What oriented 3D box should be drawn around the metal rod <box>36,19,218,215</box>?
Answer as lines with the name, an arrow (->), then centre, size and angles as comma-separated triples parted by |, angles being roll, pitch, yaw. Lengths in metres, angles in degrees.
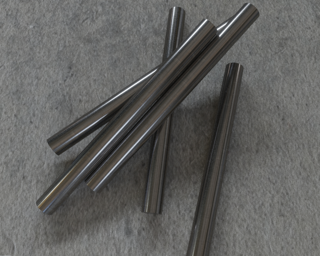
metal rod -> -0.038, -0.015, 0.379 | 0.025, 0.025, 0.300 | 42, 87, 13

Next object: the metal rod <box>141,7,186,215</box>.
metal rod -> 0.008, -0.037, 0.421 | 0.025, 0.025, 0.299 | 7, 70, 2

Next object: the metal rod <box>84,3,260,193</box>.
metal rod -> 0.017, -0.039, 0.389 | 0.025, 0.025, 0.300 | 41, 87, 13

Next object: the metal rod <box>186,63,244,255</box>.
metal rod -> 0.069, 0.050, 0.390 | 0.025, 0.025, 0.299 | 14, 70, 4

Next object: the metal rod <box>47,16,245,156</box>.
metal rod -> -0.011, -0.061, 0.405 | 0.301, 0.025, 0.025 | -35, 74, -7
